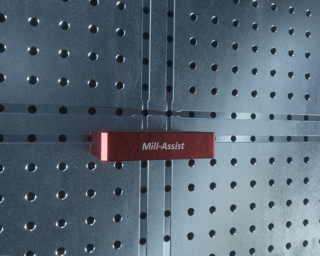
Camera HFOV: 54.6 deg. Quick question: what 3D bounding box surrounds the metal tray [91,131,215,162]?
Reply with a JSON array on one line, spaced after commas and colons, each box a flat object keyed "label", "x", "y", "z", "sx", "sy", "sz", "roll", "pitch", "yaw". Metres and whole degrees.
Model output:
[{"label": "metal tray", "x": -0.011, "y": 0.019, "z": 0.373, "sx": 0.131, "sy": 0.090, "sz": 0.030, "roll": 0, "pitch": 90, "yaw": -20}]
